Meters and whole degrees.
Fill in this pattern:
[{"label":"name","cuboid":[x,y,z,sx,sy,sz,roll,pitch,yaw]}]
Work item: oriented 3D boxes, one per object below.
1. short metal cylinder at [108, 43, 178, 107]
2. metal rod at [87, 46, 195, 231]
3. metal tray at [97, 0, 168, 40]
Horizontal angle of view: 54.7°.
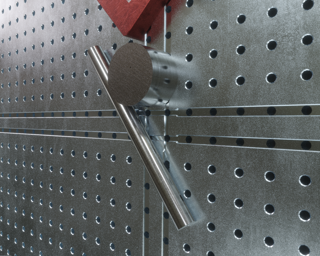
[{"label":"short metal cylinder","cuboid":[-0.023,-0.068,0.410,0.080,0.050,0.079,0,90,39]},{"label":"metal rod","cuboid":[-0.036,-0.001,0.436,0.025,0.025,0.299,-43,64,31]},{"label":"metal tray","cuboid":[-0.046,-0.202,0.442,0.090,0.030,0.130,-49,62,28]}]
